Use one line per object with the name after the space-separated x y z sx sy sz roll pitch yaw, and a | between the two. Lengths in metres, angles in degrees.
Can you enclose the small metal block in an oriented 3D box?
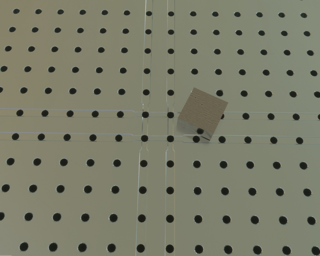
0.057 -0.019 0.419 0.050 0.025 0.050 25 72 9 | small metal block
